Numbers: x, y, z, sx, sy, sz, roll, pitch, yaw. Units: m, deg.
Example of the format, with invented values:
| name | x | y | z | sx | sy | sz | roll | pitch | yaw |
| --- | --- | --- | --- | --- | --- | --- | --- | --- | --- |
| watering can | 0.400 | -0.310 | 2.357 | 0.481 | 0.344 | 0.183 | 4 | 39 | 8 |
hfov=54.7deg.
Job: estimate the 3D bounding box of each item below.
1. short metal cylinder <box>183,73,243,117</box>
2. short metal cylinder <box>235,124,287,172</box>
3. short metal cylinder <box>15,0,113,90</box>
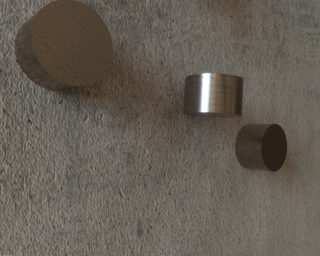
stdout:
| name | x | y | z | sx | sy | sz | roll | pitch | yaw |
| --- | --- | --- | --- | --- | --- | --- | --- | --- | --- |
| short metal cylinder | 0.074 | -0.043 | 0.431 | 0.081 | 0.080 | 0.050 | 5 | 87 | -40 |
| short metal cylinder | 0.176 | 0.033 | 0.536 | 0.081 | 0.050 | 0.080 | 0 | 90 | -40 |
| short metal cylinder | -0.095 | -0.079 | 0.309 | 0.081 | 0.050 | 0.080 | 0 | 90 | -40 |
